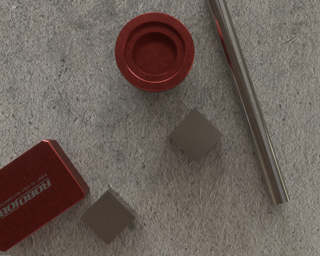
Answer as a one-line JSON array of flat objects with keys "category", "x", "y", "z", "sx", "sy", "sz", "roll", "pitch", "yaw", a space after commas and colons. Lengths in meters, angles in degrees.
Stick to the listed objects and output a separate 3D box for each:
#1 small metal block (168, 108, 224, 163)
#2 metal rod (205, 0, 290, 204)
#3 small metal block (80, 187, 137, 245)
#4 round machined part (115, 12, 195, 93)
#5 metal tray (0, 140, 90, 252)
[{"category": "small metal block", "x": 0.046, "y": 0.010, "z": 0.411, "sx": 0.050, "sy": 0.025, "sz": 0.050, "roll": 44, "pitch": 90, "yaw": -1}, {"category": "metal rod", "x": 0.114, "y": -0.045, "z": 0.411, "sx": 0.025, "sy": 0.025, "sz": 0.298, "roll": -18, "pitch": 90, "yaw": 0}, {"category": "small metal block", "x": -0.067, "y": 0.115, "z": 0.409, "sx": 0.050, "sy": 0.025, "sz": 0.050, "roll": 45, "pitch": 90, "yaw": -1}, {"category": "round machined part", "x": -0.006, "y": -0.094, "z": 0.401, "sx": 0.099, "sy": 0.042, "sz": 0.097, "roll": 0, "pitch": 90, "yaw": -1}, {"category": "metal tray", "x": -0.172, "y": 0.086, "z": 0.405, "sx": 0.130, "sy": 0.030, "sz": 0.090, "roll": -35, "pitch": 90, "yaw": -1}]
